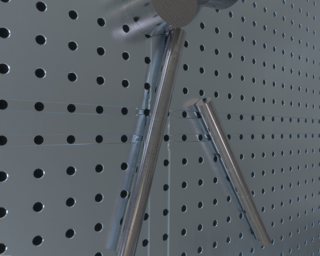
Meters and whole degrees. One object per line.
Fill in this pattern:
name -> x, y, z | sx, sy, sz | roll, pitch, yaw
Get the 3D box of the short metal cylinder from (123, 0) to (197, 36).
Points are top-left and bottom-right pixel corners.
short metal cylinder -> 0.001, -0.163, 0.393 | 0.081, 0.050, 0.079 | 0, 90, -40

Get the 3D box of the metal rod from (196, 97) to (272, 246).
metal rod -> 0.129, 0.084, 0.517 | 0.025, 0.025, 0.299 | -41, 115, -32

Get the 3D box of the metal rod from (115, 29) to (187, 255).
metal rod -> -0.009, 0.010, 0.401 | 0.025, 0.025, 0.299 | 22, 76, -38

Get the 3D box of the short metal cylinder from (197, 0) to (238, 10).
short metal cylinder -> 0.075, -0.212, 0.436 | 0.050, 0.080, 0.079 | -9, 96, -40
